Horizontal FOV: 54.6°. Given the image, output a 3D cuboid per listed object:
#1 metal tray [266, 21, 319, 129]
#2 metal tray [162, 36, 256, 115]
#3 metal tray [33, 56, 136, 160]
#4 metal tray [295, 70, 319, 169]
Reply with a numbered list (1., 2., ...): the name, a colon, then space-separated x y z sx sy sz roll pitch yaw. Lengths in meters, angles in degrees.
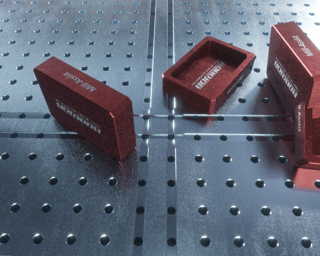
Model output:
1. metal tray: 0.184 -0.072 0.417 0.030 0.090 0.130 -11 46 2
2. metal tray: 0.076 -0.085 0.476 0.090 0.030 0.131 30 56 23
3. metal tray: -0.091 -0.024 0.385 0.130 0.090 0.030 30 56 22
4. metal tray: 0.219 -0.014 0.383 0.090 0.030 0.130 6 74 5
